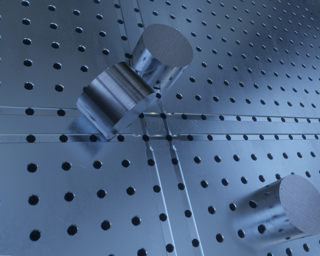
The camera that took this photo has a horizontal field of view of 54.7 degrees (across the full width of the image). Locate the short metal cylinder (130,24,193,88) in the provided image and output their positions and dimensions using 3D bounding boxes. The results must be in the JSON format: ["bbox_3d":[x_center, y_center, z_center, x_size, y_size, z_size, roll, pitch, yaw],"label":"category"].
[{"bbox_3d":[0.002,-0.107,0.460,0.081,0.050,0.080,14,56,-21],"label":"short metal cylinder"}]

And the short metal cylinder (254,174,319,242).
[{"bbox_3d":[0.177,0.110,0.423,0.081,0.050,0.080,14,56,-21],"label":"short metal cylinder"}]

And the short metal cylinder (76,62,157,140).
[{"bbox_3d":[-0.051,-0.032,0.366,0.050,0.080,0.080,46,51,3],"label":"short metal cylinder"}]
